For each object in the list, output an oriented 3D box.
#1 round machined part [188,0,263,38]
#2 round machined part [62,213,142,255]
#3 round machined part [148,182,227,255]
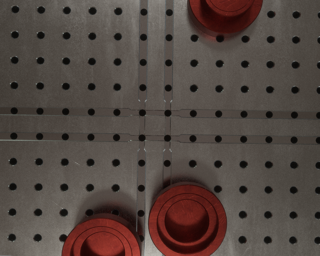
[{"bbox_3d":[0.087,-0.173,0.406,0.099,0.042,0.097,0,90,-1],"label":"round machined part"},{"bbox_3d":[-0.073,0.160,0.404,0.099,0.042,0.097,0,90,-1],"label":"round machined part"},{"bbox_3d":[0.034,0.119,0.405,0.099,0.042,0.097,0,90,-1],"label":"round machined part"}]
